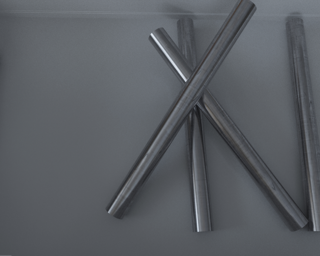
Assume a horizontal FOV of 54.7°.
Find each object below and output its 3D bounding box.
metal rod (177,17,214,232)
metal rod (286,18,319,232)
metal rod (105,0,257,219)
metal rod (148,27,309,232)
[{"bbox_3d":[0.045,-0.018,0.416,0.025,0.025,0.299,-2,70,-1],"label":"metal rod"},{"bbox_3d":[0.196,-0.018,0.417,0.025,0.025,0.299,3,70,1],"label":"metal rod"},{"bbox_3d":[0.026,-0.024,0.374,0.025,0.025,0.299,32,89,11],"label":"metal rod"},{"bbox_3d":[0.080,-0.005,0.392,0.025,0.025,0.299,-33,81,-11],"label":"metal rod"}]
